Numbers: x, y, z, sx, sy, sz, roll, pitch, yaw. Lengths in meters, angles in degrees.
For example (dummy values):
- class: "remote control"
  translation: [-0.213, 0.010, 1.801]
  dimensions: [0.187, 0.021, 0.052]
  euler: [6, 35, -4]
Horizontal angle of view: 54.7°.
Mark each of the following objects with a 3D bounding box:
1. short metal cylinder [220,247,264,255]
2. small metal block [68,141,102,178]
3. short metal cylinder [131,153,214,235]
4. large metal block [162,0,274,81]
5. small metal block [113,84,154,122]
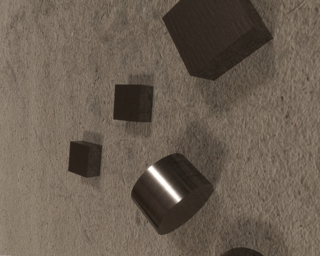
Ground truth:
- class: "short metal cylinder"
  translation: [0.082, 0.172, 0.320]
  dimensions: [0.080, 0.050, 0.079]
  euler: [0, 90, 39]
- class: "small metal block"
  translation: [-0.122, 0.049, 0.503]
  dimensions: [0.050, 0.025, 0.050]
  euler: [9, 96, 39]
- class: "short metal cylinder"
  translation: [0.014, 0.075, 0.356]
  dimensions: [0.050, 0.081, 0.080]
  euler: [46, 117, 30]
- class: "large metal block"
  translation: [0.060, -0.110, 0.338]
  dimensions: [0.080, 0.050, 0.080]
  euler: [-35, 69, 34]
- class: "small metal block"
  translation: [-0.038, -0.035, 0.434]
  dimensions: [0.050, 0.025, 0.050]
  euler: [7, 94, 39]
